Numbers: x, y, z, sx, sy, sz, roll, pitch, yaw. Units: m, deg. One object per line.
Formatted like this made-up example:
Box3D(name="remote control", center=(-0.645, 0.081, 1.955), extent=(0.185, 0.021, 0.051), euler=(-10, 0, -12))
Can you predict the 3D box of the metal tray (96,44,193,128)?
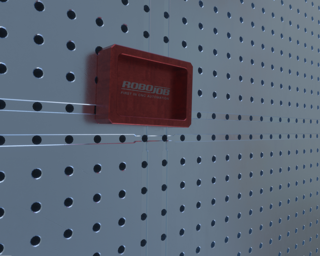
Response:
Box3D(name="metal tray", center=(-0.015, -0.047, 0.395), extent=(0.131, 0.030, 0.089), euler=(3, 88, -40))
